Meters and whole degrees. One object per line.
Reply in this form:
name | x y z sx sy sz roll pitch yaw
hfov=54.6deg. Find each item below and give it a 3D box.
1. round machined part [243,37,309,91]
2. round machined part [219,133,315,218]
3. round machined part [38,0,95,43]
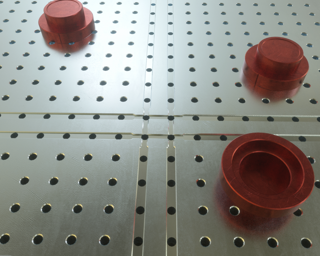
round machined part | 0.184 -0.107 0.487 0.099 0.042 0.098 0 50 0
round machined part | 0.116 0.056 0.351 0.099 0.042 0.098 0 50 0
round machined part | -0.171 -0.200 0.564 0.099 0.042 0.098 0 50 0
